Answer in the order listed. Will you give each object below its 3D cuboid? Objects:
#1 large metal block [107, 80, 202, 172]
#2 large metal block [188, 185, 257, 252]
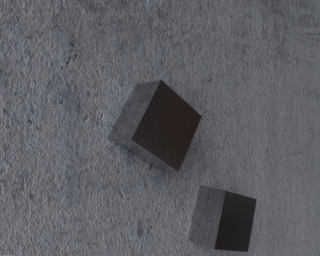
[{"bbox_3d":[-0.004,-0.001,0.385,0.080,0.050,0.080,38,67,-34],"label":"large metal block"},{"bbox_3d":[0.096,0.137,0.469,0.080,0.050,0.080,22,76,-38],"label":"large metal block"}]
